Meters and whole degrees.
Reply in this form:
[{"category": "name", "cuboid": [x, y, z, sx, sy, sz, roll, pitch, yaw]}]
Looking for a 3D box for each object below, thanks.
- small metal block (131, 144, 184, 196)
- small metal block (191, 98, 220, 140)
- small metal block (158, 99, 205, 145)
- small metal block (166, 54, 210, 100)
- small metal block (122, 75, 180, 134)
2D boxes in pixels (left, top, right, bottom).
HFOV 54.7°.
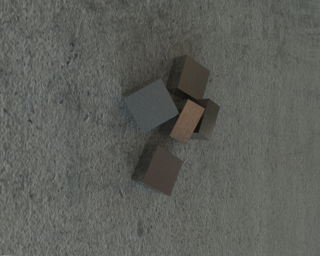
[{"category": "small metal block", "cuboid": [-0.003, 0.055, 0.402, 0.050, 0.025, 0.050, 35, 69, -35]}, {"category": "small metal block", "cuboid": [0.050, -0.012, 0.430, 0.025, 0.050, 0.050, 31, 71, -37]}, {"category": "small metal block", "cuboid": [0.027, -0.009, 0.400, 0.025, 0.050, 0.050, 28, 86, -16]}, {"category": "small metal block", "cuboid": [0.040, -0.068, 0.438, 0.050, 0.025, 0.050, 26, 74, -37]}, {"category": "small metal block", "cuboid": [-0.012, -0.029, 0.379, 0.050, 0.025, 0.050, -30, 111, -2]}]
